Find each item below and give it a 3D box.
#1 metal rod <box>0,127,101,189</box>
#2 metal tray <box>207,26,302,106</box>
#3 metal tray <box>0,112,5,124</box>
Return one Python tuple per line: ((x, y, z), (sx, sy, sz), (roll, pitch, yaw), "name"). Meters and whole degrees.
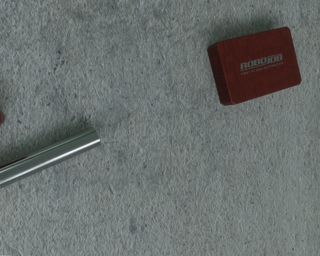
((-0.208, 0.068, 0.332), (0.302, 0.025, 0.025), (-24, 98, -19), "metal rod")
((0.142, -0.093, 0.461), (0.131, 0.030, 0.089), (-17, 96, -20), "metal tray")
((-0.244, -0.023, 0.316), (0.130, 0.030, 0.090), (45, 76, -15), "metal tray")
